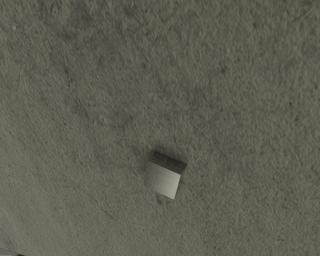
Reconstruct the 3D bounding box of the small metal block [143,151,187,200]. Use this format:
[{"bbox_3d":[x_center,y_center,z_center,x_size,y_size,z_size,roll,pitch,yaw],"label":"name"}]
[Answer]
[{"bbox_3d":[0.007,0.068,0.446,0.050,0.025,0.050,22,127,15],"label":"small metal block"}]
